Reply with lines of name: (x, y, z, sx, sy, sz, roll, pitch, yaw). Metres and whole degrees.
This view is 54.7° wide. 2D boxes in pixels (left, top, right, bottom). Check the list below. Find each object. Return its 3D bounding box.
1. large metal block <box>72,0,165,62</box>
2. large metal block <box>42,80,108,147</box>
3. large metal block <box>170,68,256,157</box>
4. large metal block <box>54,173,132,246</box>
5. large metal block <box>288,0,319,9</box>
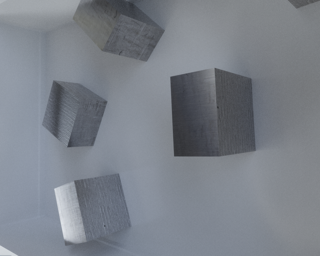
large metal block: (-0.055, -0.138, 0.414, 0.080, 0.081, 0.050, 49, 119, 28)
large metal block: (-0.140, -0.024, 0.503, 0.080, 0.050, 0.079, 32, 110, 35)
large metal block: (0.057, -0.013, 0.323, 0.050, 0.081, 0.080, -4, 87, 39)
large metal block: (-0.096, 0.115, 0.448, 0.050, 0.081, 0.080, -25, 74, 37)
large metal block: (0.139, -0.149, 0.255, 0.080, 0.081, 0.050, -9, 85, 39)
